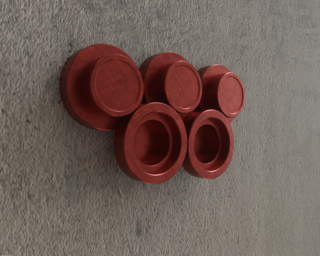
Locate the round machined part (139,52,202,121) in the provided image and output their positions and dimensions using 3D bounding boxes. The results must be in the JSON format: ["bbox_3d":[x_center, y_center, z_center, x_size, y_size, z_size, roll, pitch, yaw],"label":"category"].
[{"bbox_3d":[0.018,-0.053,0.413,0.099,0.042,0.097,0,90,-40],"label":"round machined part"}]

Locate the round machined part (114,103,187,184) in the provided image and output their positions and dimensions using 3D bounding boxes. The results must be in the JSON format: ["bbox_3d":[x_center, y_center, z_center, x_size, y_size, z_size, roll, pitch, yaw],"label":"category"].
[{"bbox_3d":[-0.016,0.018,0.384,0.099,0.042,0.097,0,90,-40],"label":"round machined part"}]

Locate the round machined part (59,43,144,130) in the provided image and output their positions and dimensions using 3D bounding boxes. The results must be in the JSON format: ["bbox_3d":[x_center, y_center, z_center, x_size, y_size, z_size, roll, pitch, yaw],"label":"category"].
[{"bbox_3d":[-0.058,-0.046,0.348,0.099,0.042,0.097,0,90,-40],"label":"round machined part"}]

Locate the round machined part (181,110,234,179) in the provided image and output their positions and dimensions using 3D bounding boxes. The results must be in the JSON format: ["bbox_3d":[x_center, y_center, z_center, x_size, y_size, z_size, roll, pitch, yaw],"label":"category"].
[{"bbox_3d":[0.060,0.023,0.448,0.099,0.042,0.097,0,90,-40],"label":"round machined part"}]

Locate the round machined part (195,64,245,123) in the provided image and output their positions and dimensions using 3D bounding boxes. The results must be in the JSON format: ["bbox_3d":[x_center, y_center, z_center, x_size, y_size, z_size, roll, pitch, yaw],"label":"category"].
[{"bbox_3d":[0.094,-0.049,0.477,0.099,0.042,0.097,0,90,-40],"label":"round machined part"}]
